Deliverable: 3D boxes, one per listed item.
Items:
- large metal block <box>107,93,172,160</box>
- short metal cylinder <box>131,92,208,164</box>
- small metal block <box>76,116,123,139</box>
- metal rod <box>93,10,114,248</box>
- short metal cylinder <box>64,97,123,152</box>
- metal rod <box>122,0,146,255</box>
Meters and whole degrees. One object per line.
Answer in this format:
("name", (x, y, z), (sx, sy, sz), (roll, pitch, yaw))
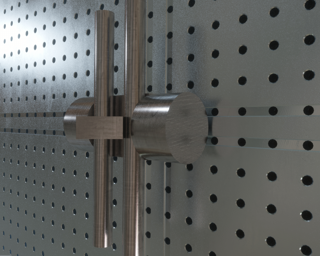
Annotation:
("large metal block", (-0.028, -0.002, 0.411), (0.080, 0.050, 0.079), (1, 91, 40))
("short metal cylinder", (0.013, 0.000, 0.358), (0.050, 0.081, 0.079), (1, 91, 41))
("small metal block", (-0.068, -0.001, 0.363), (0.050, 0.050, 0.025), (-171, 81, -84))
("metal rod", (-0.073, 0.001, 0.400), (0.025, 0.025, 0.298), (1, 91, 40))
("short metal cylinder", (-0.088, -0.005, 0.441), (0.050, 0.081, 0.079), (2, 91, 40))
("metal rod", (-0.030, 0.000, 0.365), (0.025, 0.025, 0.298), (1, 91, 40))
